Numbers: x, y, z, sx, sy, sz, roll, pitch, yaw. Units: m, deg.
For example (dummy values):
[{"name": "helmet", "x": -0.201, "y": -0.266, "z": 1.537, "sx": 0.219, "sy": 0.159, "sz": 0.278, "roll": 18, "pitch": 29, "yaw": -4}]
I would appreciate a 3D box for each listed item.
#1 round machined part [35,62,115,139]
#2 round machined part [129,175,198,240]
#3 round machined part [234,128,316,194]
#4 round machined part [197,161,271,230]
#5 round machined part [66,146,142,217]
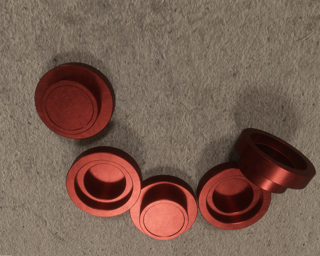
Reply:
[{"name": "round machined part", "x": -0.108, "y": -0.030, "z": 0.388, "sx": 0.099, "sy": 0.042, "sz": 0.097, "roll": 0, "pitch": 110, "yaw": -1}, {"name": "round machined part", "x": 0.005, "y": 0.120, "z": 0.445, "sx": 0.099, "sy": 0.042, "sz": 0.097, "roll": 0, "pitch": 110, "yaw": -1}, {"name": "round machined part", "x": 0.138, "y": 0.044, "z": 0.390, "sx": 0.099, "sy": 0.098, "sz": 0.042, "roll": 21, "pitch": 115, "yaw": -8}, {"name": "round machined part", "x": 0.100, "y": 0.090, "z": 0.436, "sx": 0.099, "sy": 0.042, "sz": 0.097, "roll": 0, "pitch": 110, "yaw": -1}, {"name": "round machined part", "x": -0.074, "y": 0.069, "z": 0.425, "sx": 0.099, "sy": 0.042, "sz": 0.097, "roll": 0, "pitch": 110, "yaw": -1}]
